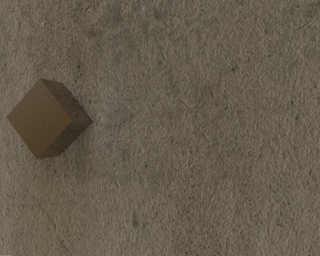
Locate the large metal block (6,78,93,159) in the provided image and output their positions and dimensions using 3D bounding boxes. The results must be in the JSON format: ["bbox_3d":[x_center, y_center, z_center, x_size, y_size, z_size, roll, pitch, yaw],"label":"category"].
[{"bbox_3d":[-0.160,-0.013,0.452,0.080,0.050,0.080,-44,77,15],"label":"large metal block"}]
